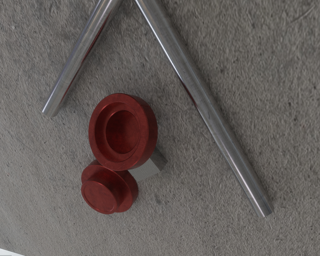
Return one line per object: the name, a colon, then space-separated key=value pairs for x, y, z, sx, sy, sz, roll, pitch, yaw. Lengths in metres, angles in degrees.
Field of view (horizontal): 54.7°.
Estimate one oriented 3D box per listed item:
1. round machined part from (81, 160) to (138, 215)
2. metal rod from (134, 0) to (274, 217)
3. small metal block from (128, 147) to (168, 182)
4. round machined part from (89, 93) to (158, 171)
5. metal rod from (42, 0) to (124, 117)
round machined part: x=-0.088 y=0.101 z=0.505 sx=0.098 sy=0.042 sz=0.097 roll=13 pitch=124 yaw=21
metal rod: x=0.059 y=-0.017 z=0.364 sx=0.025 sy=0.025 sz=0.299 roll=-21 pitch=107 yaw=36
small metal block: x=-0.026 y=0.045 z=0.448 sx=0.050 sy=0.025 sz=0.050 roll=-30 pitch=102 yaw=37
round machined part: x=-0.043 y=0.005 z=0.404 sx=0.098 sy=0.042 sz=0.097 roll=-1 pitch=87 yaw=33
metal rod: x=-0.089 y=-0.109 z=0.385 sx=0.025 sy=0.025 sz=0.298 roll=43 pitch=129 yaw=-2
